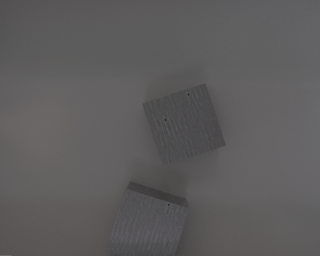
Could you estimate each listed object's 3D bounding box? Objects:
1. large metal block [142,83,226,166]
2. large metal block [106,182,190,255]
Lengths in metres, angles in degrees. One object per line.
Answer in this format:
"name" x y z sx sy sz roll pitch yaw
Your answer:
"large metal block" 0.029 -0.004 0.399 0.080 0.050 0.080 -18 90 0
"large metal block" -0.015 0.123 0.399 0.080 0.050 0.080 18 90 0
